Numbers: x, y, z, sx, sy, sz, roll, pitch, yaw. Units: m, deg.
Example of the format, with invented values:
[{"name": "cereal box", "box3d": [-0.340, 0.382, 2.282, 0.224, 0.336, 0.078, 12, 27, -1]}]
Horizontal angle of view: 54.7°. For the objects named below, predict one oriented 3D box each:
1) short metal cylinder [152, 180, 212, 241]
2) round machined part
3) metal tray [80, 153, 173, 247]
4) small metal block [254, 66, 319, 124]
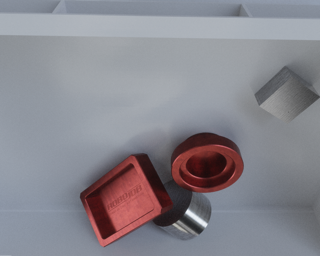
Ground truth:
[{"name": "short metal cylinder", "box3d": [0.032, 0.126, 0.481, 0.080, 0.080, 0.050, -32, 123, 24]}, {"name": "round machined part", "box3d": [0.064, 0.045, 0.437, 0.099, 0.042, 0.097, -1, 130, 0]}, {"name": "metal tray", "box3d": [-0.054, 0.107, 0.457, 0.130, 0.090, 0.030, -38, 161, 27]}, {"name": "small metal block", "box3d": [0.154, -0.039, 0.378, 0.050, 0.025, 0.050, 27, 125, -22]}]
